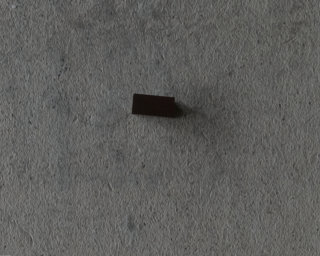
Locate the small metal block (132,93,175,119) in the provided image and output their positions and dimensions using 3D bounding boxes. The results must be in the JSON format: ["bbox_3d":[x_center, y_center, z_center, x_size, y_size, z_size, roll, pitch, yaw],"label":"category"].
[{"bbox_3d":[-0.008,-0.027,0.398,0.050,0.050,0.025,5,90,-1],"label":"small metal block"}]
